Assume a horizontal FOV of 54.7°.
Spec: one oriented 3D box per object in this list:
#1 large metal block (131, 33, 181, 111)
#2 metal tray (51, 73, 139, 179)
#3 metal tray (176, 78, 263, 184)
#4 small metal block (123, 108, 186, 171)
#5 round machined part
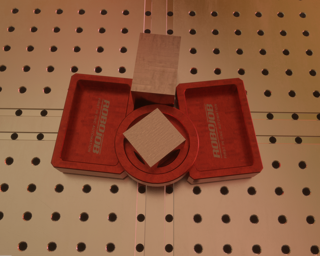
[{"bbox_3d":[-0.004,-0.063,0.402,0.050,0.080,0.080,6,70,2],"label":"large metal block"},{"bbox_3d":[-0.080,-0.004,0.406,0.091,0.030,0.130,6,70,2],"label":"metal tray"},{"bbox_3d":[0.073,0.002,0.405,0.091,0.030,0.130,-6,70,-3],"label":"metal tray"},{"bbox_3d":[-0.006,0.014,0.358,0.050,0.025,0.050,-38,74,-13],"label":"small metal block"},{"bbox_3d":[-0.004,0.023,0.380,0.099,0.042,0.098,0,70,0],"label":"round machined part"}]
